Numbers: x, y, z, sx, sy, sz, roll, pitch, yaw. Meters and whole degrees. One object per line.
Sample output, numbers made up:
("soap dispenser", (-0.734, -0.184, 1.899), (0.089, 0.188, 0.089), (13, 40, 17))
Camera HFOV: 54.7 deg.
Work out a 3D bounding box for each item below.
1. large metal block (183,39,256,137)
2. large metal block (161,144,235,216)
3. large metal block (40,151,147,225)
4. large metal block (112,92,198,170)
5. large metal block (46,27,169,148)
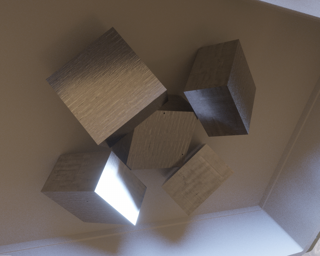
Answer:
("large metal block", (0.077, -0.046, 0.377), (0.080, 0.050, 0.080), (55, 42, -39))
("large metal block", (0.051, 0.067, 0.432), (0.080, 0.050, 0.080), (-44, 174, 2))
("large metal block", (-0.075, 0.073, 0.368), (0.080, 0.050, 0.080), (-7, 137, 30))
("large metal block", (-0.007, 0.004, 0.387), (0.081, 0.050, 0.079), (1, 118, -29))
("large metal block", (-0.049, -0.037, 0.310), (0.080, 0.080, 0.050), (-39, 173, -2))
